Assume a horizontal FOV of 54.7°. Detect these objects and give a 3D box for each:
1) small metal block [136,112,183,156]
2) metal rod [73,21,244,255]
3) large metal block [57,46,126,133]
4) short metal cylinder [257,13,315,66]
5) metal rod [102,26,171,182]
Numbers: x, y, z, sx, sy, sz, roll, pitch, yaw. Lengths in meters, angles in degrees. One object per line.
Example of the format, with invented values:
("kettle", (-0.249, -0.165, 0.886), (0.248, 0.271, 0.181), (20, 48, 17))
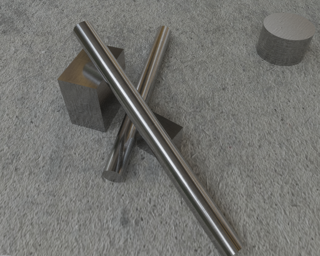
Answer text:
("small metal block", (-0.001, 0.012, 0.377), (0.050, 0.050, 0.025), (29, 56, 21))
("metal rod", (-0.011, 0.001, 0.338), (0.025, 0.025, 0.299), (-29, 76, -22))
("large metal block", (-0.084, -0.054, 0.412), (0.050, 0.080, 0.080), (15, 52, 11))
("short metal cylinder", (0.206, -0.148, 0.514), (0.081, 0.050, 0.080), (0, 50, 0))
("metal rod", (-0.023, -0.056, 0.450), (0.025, 0.025, 0.300), (9, 50, 7))
